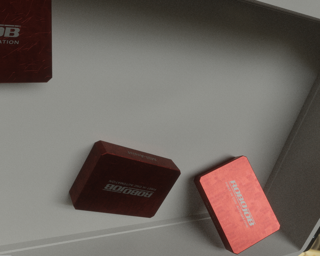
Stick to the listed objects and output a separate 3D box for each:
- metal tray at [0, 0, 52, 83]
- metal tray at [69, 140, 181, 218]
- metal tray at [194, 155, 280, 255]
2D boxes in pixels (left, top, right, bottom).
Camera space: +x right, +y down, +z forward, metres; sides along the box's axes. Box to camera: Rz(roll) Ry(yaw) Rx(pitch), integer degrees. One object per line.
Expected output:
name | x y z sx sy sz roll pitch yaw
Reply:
metal tray | -0.163 -0.085 0.264 0.131 0.030 0.089 -5 121 -26
metal tray | -0.045 0.075 0.429 0.131 0.030 0.090 19 108 -36
metal tray | 0.123 0.121 0.499 0.091 0.030 0.129 -24 85 -15
